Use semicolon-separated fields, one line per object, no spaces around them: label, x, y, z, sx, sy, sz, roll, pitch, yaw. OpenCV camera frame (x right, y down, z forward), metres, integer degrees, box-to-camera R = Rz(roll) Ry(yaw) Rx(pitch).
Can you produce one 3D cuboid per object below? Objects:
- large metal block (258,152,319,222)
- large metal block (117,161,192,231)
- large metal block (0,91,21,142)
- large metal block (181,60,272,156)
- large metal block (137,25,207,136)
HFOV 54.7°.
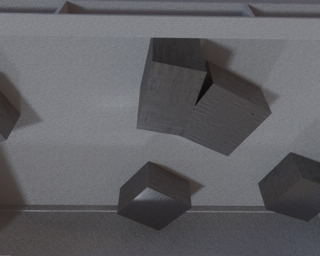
large metal block;0.213;0.091;0.472;0.080;0.050;0.079;19;128;-16
large metal block;-0.009;0.108;0.485;0.080;0.050;0.080;30;124;-23
large metal block;-0.235;-0.019;0.374;0.080;0.050;0.080;-16;129;13
large metal block;0.071;-0.021;0.375;0.080;0.050;0.080;23;126;-19
large metal block;0.009;-0.050;0.330;0.050;0.080;0.079;10;130;-8
